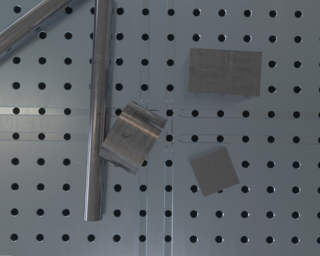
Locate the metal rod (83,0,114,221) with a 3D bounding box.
[{"bbox_3d":[-0.081,-0.028,0.412,0.025,0.025,0.298,3,90,0],"label":"metal rod"}]

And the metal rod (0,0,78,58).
[{"bbox_3d":[-0.193,-0.125,0.411,0.301,0.025,0.025,-37,90,0],"label":"metal rod"}]

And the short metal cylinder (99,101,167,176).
[{"bbox_3d":[-0.033,0.013,0.386,0.050,0.080,0.080,30,90,0],"label":"short metal cylinder"}]

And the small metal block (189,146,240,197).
[{"bbox_3d":[0.071,0.057,0.414,0.050,0.025,0.050,-21,90,0],"label":"small metal block"}]

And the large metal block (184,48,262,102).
[{"bbox_3d":[0.073,-0.063,0.386,0.081,0.080,0.050,3,90,0],"label":"large metal block"}]
